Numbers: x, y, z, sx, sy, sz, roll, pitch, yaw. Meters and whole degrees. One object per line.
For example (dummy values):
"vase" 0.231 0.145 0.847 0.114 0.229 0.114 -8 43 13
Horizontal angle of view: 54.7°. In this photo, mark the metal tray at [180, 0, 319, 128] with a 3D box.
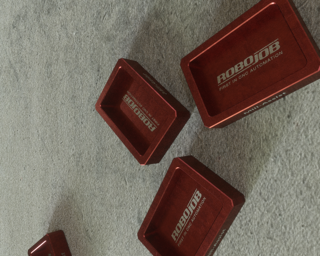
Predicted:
"metal tray" 0.091 -0.065 0.326 0.130 0.030 0.090 -31 71 35

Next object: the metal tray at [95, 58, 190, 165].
"metal tray" -0.029 -0.024 0.425 0.130 0.030 0.089 47 118 29

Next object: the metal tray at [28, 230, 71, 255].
"metal tray" -0.189 0.263 0.557 0.090 0.030 0.130 -42 65 32

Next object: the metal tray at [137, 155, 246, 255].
"metal tray" 0.032 0.110 0.375 0.090 0.030 0.129 37 113 33
